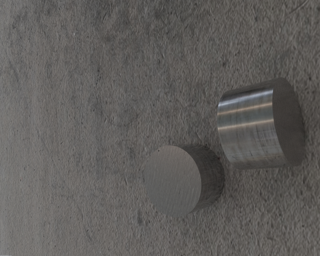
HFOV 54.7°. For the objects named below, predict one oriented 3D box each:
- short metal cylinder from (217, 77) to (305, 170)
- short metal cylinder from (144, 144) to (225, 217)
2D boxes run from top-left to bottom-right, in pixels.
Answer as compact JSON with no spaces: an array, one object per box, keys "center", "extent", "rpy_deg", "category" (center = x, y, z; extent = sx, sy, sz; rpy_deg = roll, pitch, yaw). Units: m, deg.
[{"center":[0.096,-0.002,0.290],"extent":[0.050,0.081,0.080],"rpy_deg":[-11,83,39],"category":"short metal cylinder"},{"center":[0.028,0.059,0.365],"extent":[0.080,0.050,0.080],"rpy_deg":[0,90,40],"category":"short metal cylinder"}]
